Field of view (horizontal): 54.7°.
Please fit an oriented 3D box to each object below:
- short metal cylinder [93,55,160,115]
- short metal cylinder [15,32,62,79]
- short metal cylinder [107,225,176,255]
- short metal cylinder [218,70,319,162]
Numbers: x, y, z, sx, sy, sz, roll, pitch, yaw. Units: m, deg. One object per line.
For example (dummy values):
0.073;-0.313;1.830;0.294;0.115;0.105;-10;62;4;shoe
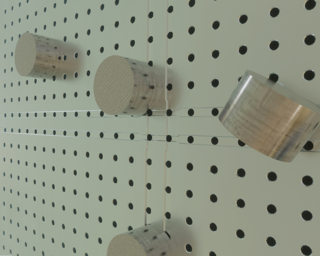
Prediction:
-0.047;-0.057;0.432;0.080;0.050;0.079;0;90;40;short metal cylinder
-0.230;-0.134;0.583;0.080;0.050;0.079;0;90;40;short metal cylinder
-0.025;0.176;0.414;0.080;0.050;0.079;0;90;40;short metal cylinder
0.103;-0.013;0.289;0.080;0.081;0.050;42;116;32;short metal cylinder
